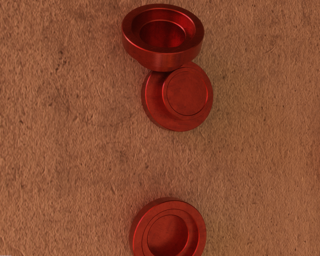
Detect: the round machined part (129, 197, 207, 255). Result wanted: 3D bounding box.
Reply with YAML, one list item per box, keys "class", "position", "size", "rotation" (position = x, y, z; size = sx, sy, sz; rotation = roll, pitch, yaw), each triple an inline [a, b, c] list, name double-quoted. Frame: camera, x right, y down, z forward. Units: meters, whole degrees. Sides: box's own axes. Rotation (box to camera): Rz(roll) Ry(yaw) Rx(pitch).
- class: "round machined part"
  position: [0.007, 0.138, 0.403]
  size: [0.099, 0.042, 0.097]
  rotation: [0, 90, -20]

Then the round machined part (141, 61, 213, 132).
- class: "round machined part"
  position: [0.028, -0.043, 0.410]
  size: [0.099, 0.042, 0.097]
  rotation: [0, 90, -20]

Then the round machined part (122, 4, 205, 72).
- class: "round machined part"
  position: [0.003, -0.108, 0.384]
  size: [0.099, 0.042, 0.098]
  rotation: [3, 53, -3]
